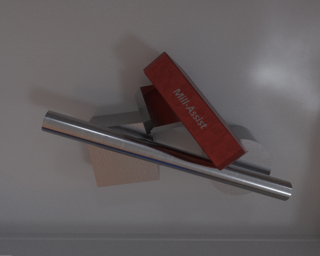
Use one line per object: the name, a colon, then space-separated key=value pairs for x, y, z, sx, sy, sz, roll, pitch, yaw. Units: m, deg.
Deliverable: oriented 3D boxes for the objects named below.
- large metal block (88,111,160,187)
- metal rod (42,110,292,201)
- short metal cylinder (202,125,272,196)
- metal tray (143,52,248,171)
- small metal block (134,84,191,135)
large metal block: x=-0.046 y=0.026 z=0.406 sx=0.080 sy=0.050 sz=0.079 roll=-7 pitch=110 yaw=2
metal rod: x=0.014 y=0.035 z=0.369 sx=0.302 sy=0.025 sz=0.025 roll=17 pitch=109 yaw=-7
short metal cylinder: x=0.100 y=0.042 z=0.413 sx=0.081 sy=0.050 sz=0.079 roll=0 pitch=110 yaw=-1
metal tray: x=0.043 y=-0.017 z=0.343 sx=0.030 sy=0.090 sz=0.130 roll=-39 pitch=76 yaw=12
small metal block: x=0.003 y=-0.024 z=0.365 sx=0.050 sy=0.025 sz=0.050 roll=-13 pitch=76 yaw=-24
